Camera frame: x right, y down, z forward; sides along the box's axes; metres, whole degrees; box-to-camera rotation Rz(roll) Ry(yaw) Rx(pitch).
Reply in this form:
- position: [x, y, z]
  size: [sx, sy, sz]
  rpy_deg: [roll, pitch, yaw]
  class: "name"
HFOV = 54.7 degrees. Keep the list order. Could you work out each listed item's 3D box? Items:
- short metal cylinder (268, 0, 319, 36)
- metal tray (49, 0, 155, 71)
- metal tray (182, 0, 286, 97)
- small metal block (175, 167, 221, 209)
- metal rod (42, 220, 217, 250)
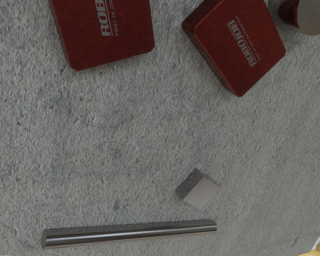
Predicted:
- position: [0.187, -0.164, 0.394]
  size: [0.081, 0.050, 0.079]
  rpy_deg: [-14, 125, -21]
  class: "short metal cylinder"
- position: [-0.058, -0.128, 0.293]
  size: [0.091, 0.030, 0.129]
  rpy_deg: [-20, 126, -17]
  class: "metal tray"
- position: [0.098, -0.111, 0.390]
  size: [0.090, 0.030, 0.130]
  rpy_deg: [-45, 130, 3]
  class: "metal tray"
- position: [0.062, 0.099, 0.504]
  size: [0.050, 0.025, 0.050]
  rpy_deg: [-49, 129, 6]
  class: "small metal block"
- position: [-0.029, 0.167, 0.496]
  size: [0.302, 0.025, 0.025]
  rpy_deg: [8, 115, -32]
  class: "metal rod"
